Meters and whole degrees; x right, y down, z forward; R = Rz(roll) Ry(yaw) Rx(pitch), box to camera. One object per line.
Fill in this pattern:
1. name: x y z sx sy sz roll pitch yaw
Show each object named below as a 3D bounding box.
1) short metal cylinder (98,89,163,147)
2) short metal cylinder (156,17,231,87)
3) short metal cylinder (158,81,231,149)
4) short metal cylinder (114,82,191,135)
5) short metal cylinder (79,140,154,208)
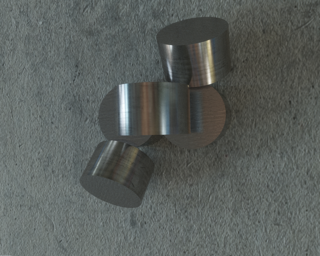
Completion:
1. short metal cylinder: -0.032 -0.015 0.407 0.080 0.050 0.079 0 90 19
2. short metal cylinder: 0.040 -0.089 0.359 0.080 0.080 0.050 1 129 19
3. short metal cylinder: 0.044 -0.015 0.380 0.080 0.050 0.079 0 90 19
4. short metal cylinder: -0.008 -0.018 0.330 0.080 0.080 0.050 -1 90 19
5. short metal cylinder: -0.053 0.060 0.391 0.080 0.080 0.050 8 54 19
